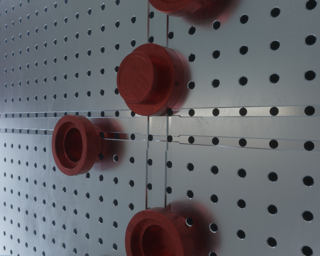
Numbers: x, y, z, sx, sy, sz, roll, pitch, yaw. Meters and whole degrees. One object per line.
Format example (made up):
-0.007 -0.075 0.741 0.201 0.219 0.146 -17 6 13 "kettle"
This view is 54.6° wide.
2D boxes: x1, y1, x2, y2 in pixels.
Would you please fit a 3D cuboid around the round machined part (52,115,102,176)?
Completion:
-0.133 0.027 0.510 0.098 0.042 0.097 0 90 40 "round machined part"

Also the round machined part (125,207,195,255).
0.004 0.150 0.396 0.098 0.042 0.097 0 90 40 "round machined part"

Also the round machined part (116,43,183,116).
-0.020 -0.065 0.416 0.098 0.042 0.097 0 90 40 "round machined part"

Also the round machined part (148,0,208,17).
0.031 -0.183 0.374 0.098 0.042 0.097 0 90 40 "round machined part"
